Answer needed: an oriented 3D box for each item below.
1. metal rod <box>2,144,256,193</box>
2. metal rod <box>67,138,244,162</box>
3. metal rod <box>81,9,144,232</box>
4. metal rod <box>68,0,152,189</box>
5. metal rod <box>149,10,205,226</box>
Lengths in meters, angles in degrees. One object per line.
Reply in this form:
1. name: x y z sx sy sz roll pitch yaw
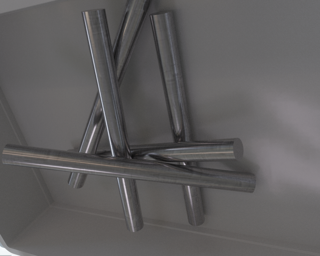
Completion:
1. metal rod: -0.032 0.050 0.380 0.302 0.025 0.025 8 125 -5
2. metal rod: -0.033 0.035 0.424 0.300 0.025 0.025 -6 116 39
3. metal rod: -0.053 0.010 0.388 0.025 0.025 0.298 6 119 25
4. metal rod: -0.074 -0.031 0.403 0.025 0.025 0.298 31 121 8
5. metal rod: 0.028 0.007 0.398 0.025 0.025 0.298 3 120 27
